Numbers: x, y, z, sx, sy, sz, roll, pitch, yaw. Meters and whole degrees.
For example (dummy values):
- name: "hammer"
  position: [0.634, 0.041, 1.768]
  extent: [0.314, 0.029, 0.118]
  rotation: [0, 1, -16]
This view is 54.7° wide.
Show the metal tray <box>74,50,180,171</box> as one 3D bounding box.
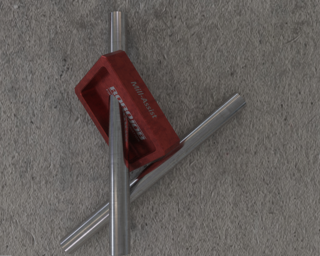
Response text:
- name: "metal tray"
  position: [-0.044, -0.016, 0.378]
  extent: [0.030, 0.090, 0.130]
  rotation: [-32, 91, -42]

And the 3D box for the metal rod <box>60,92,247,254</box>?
- name: "metal rod"
  position: [-0.008, 0.059, 0.409]
  extent: [0.300, 0.025, 0.025]
  rotation: [-40, 90, 0]

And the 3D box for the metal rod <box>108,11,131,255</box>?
- name: "metal rod"
  position: [-0.051, -0.001, 0.386]
  extent: [0.025, 0.025, 0.298]
  rotation: [-2, 81, 0]
